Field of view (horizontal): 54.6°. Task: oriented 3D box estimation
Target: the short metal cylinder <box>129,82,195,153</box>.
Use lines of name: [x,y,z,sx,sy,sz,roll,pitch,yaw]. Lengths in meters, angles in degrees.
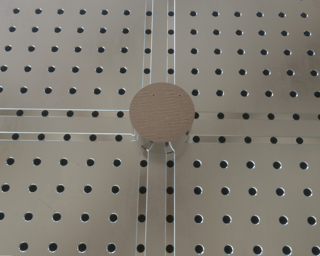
short metal cylinder: [0.003,-0.012,0.403,0.080,0.050,0.080,0,70,0]
